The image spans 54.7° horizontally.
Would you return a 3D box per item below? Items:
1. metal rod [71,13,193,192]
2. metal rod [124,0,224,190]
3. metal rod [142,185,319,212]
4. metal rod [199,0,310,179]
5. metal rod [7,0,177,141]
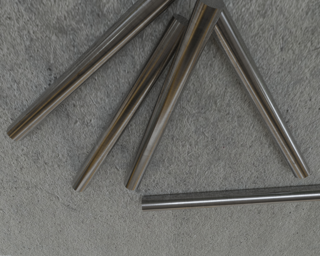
[{"bbox_3d":[-0.051,-0.010,0.397,0.025,0.025,0.298,24,126,-19],"label":"metal rod"},{"bbox_3d":[0.001,-0.014,0.378,0.025,0.025,0.298,13,134,-11],"label":"metal rod"},{"bbox_3d":[0.121,0.115,0.505,0.302,0.025,0.025,-4,130,3],"label":"metal rod"},{"bbox_3d":[0.129,-0.029,0.383,0.025,0.025,0.300,-27,126,21],"label":"metal rod"},{"bbox_3d":[-0.080,-0.070,0.346,0.299,0.025,0.025,-35,122,26],"label":"metal rod"}]
